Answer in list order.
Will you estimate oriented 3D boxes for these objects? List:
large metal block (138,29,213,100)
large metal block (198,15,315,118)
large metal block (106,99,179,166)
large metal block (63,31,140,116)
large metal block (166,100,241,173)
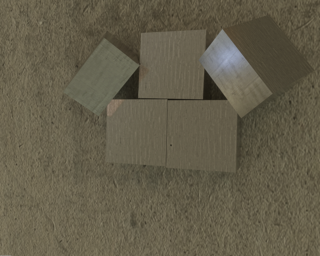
[{"bbox_3d":[0.021,-0.075,0.389,0.080,0.050,0.079,3,91,19],"label":"large metal block"},{"bbox_3d":[0.104,-0.069,0.338,0.080,0.081,0.050,56,147,11],"label":"large metal block"},{"bbox_3d":[-0.022,0.004,0.403,0.080,0.050,0.079,2,91,19],"label":"large metal block"},{"bbox_3d":[-0.073,-0.073,0.398,0.050,0.080,0.080,36,104,-19],"label":"large metal block"},{"bbox_3d":[0.055,0.008,0.375,0.080,0.050,0.079,2,91,19],"label":"large metal block"}]
